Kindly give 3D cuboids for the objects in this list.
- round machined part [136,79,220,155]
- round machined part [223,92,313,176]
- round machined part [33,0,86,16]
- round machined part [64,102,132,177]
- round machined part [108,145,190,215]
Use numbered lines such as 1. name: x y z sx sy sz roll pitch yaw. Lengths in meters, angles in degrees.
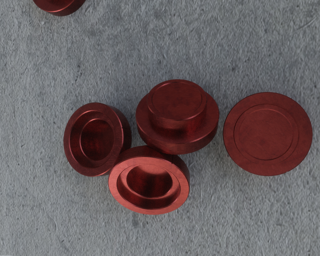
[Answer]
1. round machined part: 0.020 -0.020 0.364 0.099 0.042 0.098 -2 49 2
2. round machined part: 0.122 0.007 0.357 0.098 0.042 0.097 0 90 20
3. round machined part: -0.154 -0.220 0.454 0.098 0.042 0.097 0 90 20
4. round machined part: -0.080 0.016 0.423 0.098 0.042 0.097 -3 83 26
5. round machined part: -0.012 0.060 0.388 0.099 0.042 0.097 3 124 4
